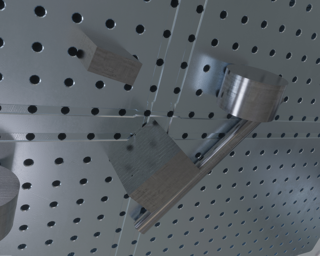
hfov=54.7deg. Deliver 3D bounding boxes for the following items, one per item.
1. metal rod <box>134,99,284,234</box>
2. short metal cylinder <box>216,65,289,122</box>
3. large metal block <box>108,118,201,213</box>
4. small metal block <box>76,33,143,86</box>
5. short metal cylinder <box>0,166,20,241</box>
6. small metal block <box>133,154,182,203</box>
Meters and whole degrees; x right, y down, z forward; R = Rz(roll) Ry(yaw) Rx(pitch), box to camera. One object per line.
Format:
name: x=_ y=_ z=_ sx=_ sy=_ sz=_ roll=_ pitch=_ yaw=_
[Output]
metal rod: x=0.075 y=0.054 z=0.485 sx=0.300 sy=0.025 sz=0.025 roll=-44 pitch=129 yaw=2
short metal cylinder: x=0.121 y=-0.048 z=0.412 sx=0.081 sy=0.080 sz=0.050 roll=-2 pitch=119 yaw=-28
large metal block: x=-0.009 y=0.046 z=0.399 sx=0.080 sy=0.080 sz=0.050 roll=-41 pitch=129 yaw=0
small metal block: x=-0.054 y=-0.071 z=0.322 sx=0.050 sy=0.050 sz=0.025 roll=14 pitch=111 yaw=-34
short metal cylinder: x=-0.192 y=0.078 z=0.319 sx=0.081 sy=0.080 sz=0.050 roll=6 pitch=116 yaw=-31
small metal block: x=-0.003 y=0.075 z=0.456 sx=0.050 sy=0.025 sz=0.050 roll=-34 pitch=129 yaw=-6
